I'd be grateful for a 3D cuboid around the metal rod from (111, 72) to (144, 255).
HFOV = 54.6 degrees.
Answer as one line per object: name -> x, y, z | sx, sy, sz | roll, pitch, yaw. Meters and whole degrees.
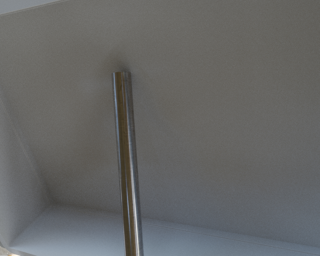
metal rod -> -0.039, 0.079, 0.401 | 0.025, 0.025, 0.298 | -3, 93, 29
